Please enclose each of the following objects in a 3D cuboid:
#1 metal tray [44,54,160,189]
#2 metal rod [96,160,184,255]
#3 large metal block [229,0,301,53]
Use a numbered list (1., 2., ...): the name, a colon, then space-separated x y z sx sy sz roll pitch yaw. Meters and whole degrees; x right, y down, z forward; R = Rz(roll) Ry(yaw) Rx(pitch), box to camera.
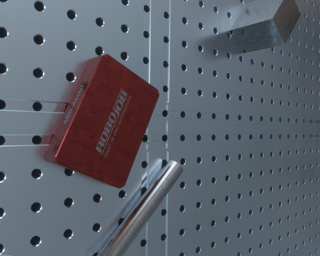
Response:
1. metal tray: -0.061 -0.006 0.357 0.090 0.030 0.130 32 70 -36
2. metal rod: -0.063 0.155 0.358 0.301 0.025 0.025 -50 120 -28
3. large metal block: 0.178 -0.179 0.525 0.050 0.080 0.080 49 61 -29
